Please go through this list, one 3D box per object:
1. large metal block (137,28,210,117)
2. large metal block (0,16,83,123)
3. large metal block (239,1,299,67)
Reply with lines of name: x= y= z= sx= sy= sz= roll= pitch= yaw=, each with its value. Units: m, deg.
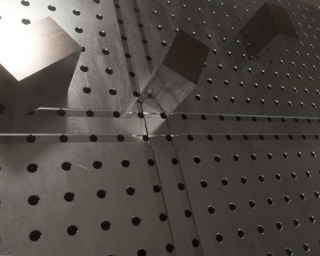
large metal block: x=0.019 y=-0.075 z=0.431 sx=0.050 sy=0.080 sz=0.080 roll=30 pitch=52 yaw=-9
large metal block: x=-0.140 y=-0.063 z=0.336 sx=0.050 sy=0.080 sz=0.080 roll=45 pitch=51 yaw=2
large metal block: x=0.207 y=-0.179 z=0.597 sx=0.050 sy=0.080 sz=0.080 roll=7 pitch=59 yaw=-25
